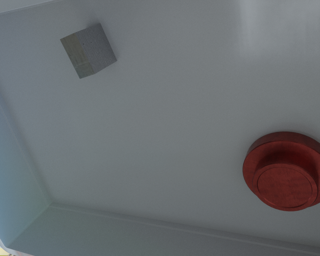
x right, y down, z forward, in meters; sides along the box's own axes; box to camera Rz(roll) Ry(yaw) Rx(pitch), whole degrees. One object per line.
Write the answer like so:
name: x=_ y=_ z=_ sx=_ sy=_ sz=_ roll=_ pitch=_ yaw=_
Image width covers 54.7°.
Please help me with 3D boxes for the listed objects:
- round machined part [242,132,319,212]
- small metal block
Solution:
round machined part: x=0.145 y=0.057 z=0.356 sx=0.098 sy=0.042 sz=0.097 roll=13 pitch=124 yaw=20
small metal block: x=-0.085 y=-0.094 z=0.377 sx=0.025 sy=0.050 sz=0.050 roll=-10 pitch=113 yaw=32
